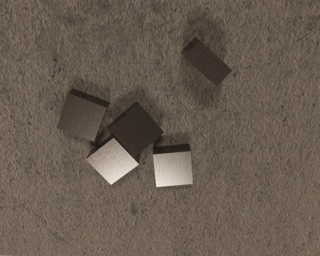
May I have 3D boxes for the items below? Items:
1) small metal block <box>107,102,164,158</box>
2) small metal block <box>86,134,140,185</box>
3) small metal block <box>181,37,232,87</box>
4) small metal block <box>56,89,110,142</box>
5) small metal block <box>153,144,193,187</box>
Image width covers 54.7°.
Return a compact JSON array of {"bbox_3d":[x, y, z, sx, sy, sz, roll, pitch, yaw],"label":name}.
[{"bbox_3d":[-0.032,0.002,0.403,0.050,0.025,0.050,-41,106,-4],"label":"small metal block"},{"bbox_3d":[-0.063,0.041,0.424,0.050,0.025,0.050,-37,107,12],"label":"small metal block"},{"bbox_3d":[0.054,-0.080,0.368,0.050,0.050,0.025,39,105,-13],"label":"small metal block"},{"bbox_3d":[-0.099,-0.017,0.402,0.050,0.025,0.050,21,109,-8],"label":"small metal block"},{"bbox_3d":[0.018,0.052,0.429,0.050,0.025,0.050,-5,110,1],"label":"small metal block"}]
